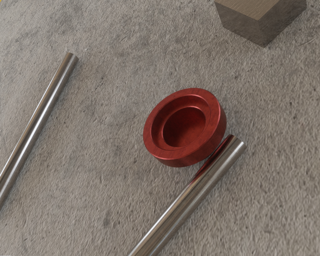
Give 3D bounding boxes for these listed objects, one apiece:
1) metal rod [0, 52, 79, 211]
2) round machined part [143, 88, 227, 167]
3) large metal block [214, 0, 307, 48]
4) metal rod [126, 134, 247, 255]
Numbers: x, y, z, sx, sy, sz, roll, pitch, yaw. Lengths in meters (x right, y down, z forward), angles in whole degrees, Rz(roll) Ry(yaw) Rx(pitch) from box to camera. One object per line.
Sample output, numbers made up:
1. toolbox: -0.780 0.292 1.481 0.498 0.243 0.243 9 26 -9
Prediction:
1. metal rod: -0.207 0.001 0.508 0.025 0.025 0.300 6 64 30
2. round machined part: 0.032 0.003 0.367 0.098 0.042 0.098 -19 48 23
3. large metal block: 0.135 -0.167 0.419 0.080 0.050 0.080 -43 51 -2
4. metal rod: -0.011 0.127 0.330 0.300 0.025 0.025 -49 52 -7
